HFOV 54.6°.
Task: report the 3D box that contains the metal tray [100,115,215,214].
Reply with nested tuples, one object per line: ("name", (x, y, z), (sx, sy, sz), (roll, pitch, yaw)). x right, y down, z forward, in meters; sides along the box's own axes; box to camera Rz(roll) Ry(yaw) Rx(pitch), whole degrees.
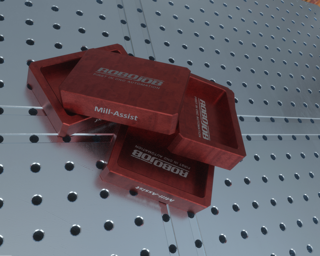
("metal tray", (0.003, 0.040, 0.381), (0.131, 0.030, 0.090), (24, 53, -14))

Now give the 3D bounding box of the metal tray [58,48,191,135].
("metal tray", (-0.037, -0.046, 0.361), (0.131, 0.030, 0.090), (13, 45, 6))

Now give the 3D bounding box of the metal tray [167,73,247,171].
("metal tray", (0.056, -0.015, 0.403), (0.091, 0.030, 0.130), (18, 43, -17))

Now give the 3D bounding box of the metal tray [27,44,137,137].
("metal tray", (-0.084, -0.053, 0.391), (0.131, 0.030, 0.090), (-25, 75, -36))

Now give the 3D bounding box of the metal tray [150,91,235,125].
("metal tray", (0.046, -0.031, 0.447), (0.131, 0.030, 0.090), (17, 55, -17))
